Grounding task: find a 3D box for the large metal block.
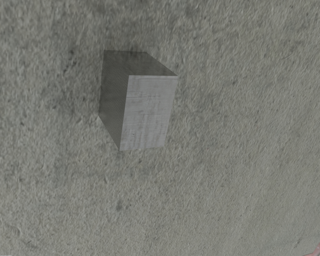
[{"bbox_3d":[-0.028,-0.033,0.335,0.050,0.080,0.079,-4,120,-27],"label":"large metal block"}]
